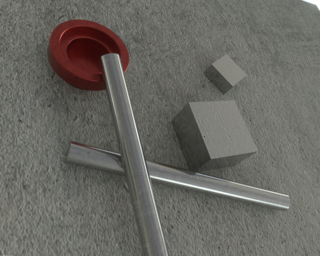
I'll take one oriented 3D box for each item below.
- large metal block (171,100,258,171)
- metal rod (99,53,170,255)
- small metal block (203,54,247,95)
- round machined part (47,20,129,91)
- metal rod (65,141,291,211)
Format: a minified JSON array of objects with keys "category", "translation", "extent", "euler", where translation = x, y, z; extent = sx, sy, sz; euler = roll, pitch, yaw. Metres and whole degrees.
[{"category":"large metal block","translation":[0.073,0.011,0.422],"extent":[0.081,0.050,0.080],"euler":[-5,64,-31]},{"category":"metal rod","translation":[-0.022,0.059,0.328],"extent":[0.025,0.025,0.299],"euler":[-6,74,-31]},{"category":"small metal block","translation":[0.110,-0.091,0.521],"extent":[0.050,0.025,0.050],"euler":[48,51,5]},{"category":"round machined part","translation":[-0.093,-0.088,0.397],"extent":[0.099,0.042,0.098],"euler":[14,56,-21]},{"category":"metal rod","translation":[0.037,0.065,0.385],"extent":[0.302,0.025,0.025],"euler":[16,55,-19]}]
